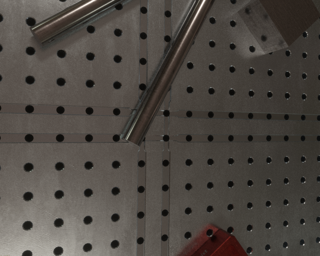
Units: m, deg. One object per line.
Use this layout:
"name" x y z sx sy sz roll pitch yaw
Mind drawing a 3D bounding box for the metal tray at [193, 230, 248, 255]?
"metal tray" 0.073 0.222 0.438 0.131 0.030 0.090 -38 103 -16

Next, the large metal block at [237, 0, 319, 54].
"large metal block" 0.180 -0.172 0.467 0.080 0.050 0.080 -43 104 -15

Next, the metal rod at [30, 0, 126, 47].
"metal rod" -0.028 -0.191 0.402 0.301 0.025 0.025 -37 102 -17

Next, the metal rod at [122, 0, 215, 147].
"metal rod" 0.029 -0.113 0.424 0.025 0.025 0.299 30 80 -18
